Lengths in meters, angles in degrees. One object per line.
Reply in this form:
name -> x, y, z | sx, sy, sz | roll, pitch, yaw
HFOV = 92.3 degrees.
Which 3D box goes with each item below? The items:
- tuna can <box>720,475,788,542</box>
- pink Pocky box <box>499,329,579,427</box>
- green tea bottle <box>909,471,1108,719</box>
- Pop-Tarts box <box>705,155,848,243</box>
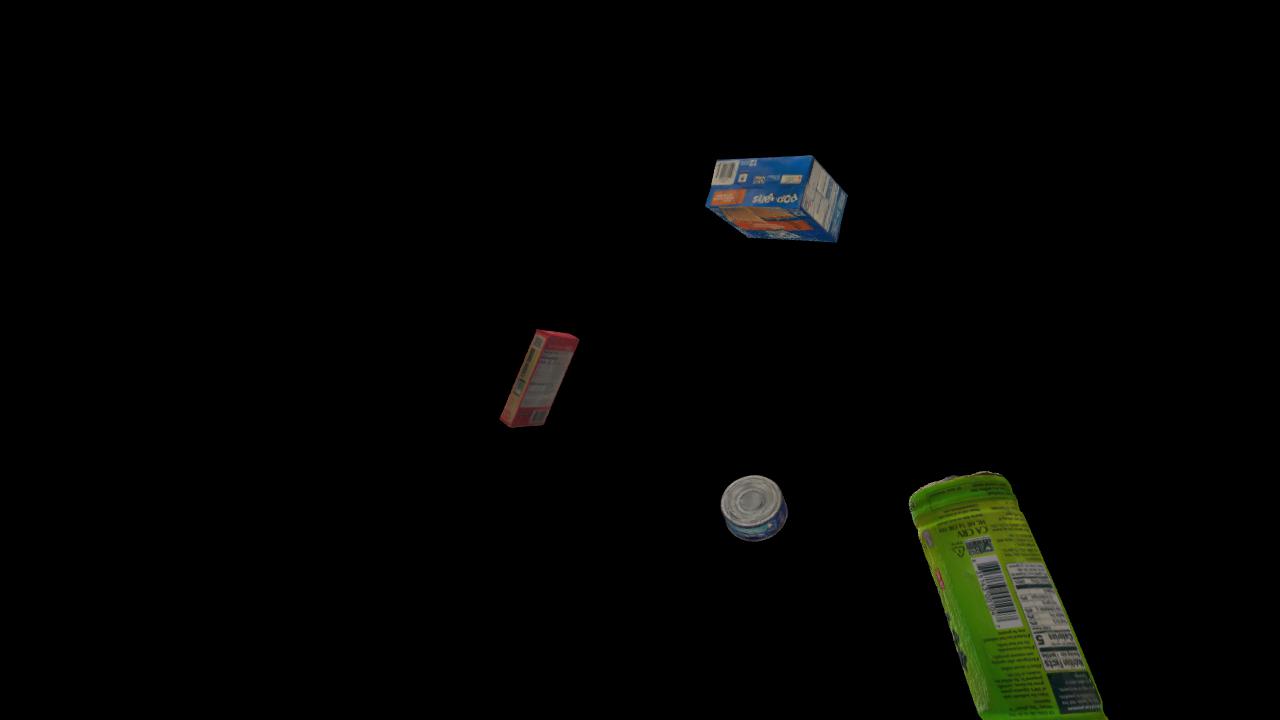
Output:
tuna can -> 0.149, 0.193, 0.808 | 0.084, 0.034, 0.084 | -15, 38, 12
pink Pocky box -> -0.153, 0.029, 0.948 | 0.029, 0.155, 0.084 | 29, 12, 26
green tea bottle -> 0.238, 0.181, 0.392 | 0.073, 0.212, 0.073 | -4, -32, -2
Pop-Tarts box -> 0.214, -0.249, 0.963 | 0.167, 0.083, 0.141 | 14, -3, 40
